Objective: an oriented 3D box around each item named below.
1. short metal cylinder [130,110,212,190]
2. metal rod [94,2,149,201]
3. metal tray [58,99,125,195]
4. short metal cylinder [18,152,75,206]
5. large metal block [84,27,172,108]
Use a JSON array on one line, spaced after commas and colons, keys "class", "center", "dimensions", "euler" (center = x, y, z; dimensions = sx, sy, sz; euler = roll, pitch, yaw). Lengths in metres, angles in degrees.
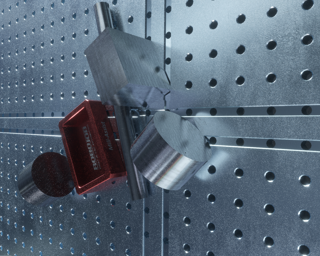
[{"class": "short metal cylinder", "center": [0.013, 0.025, 0.361], "dimensions": [0.050, 0.081, 0.080], "euler": [-52, 60, 27]}, {"class": "metal rod", "center": [-0.059, -0.045, 0.455], "dimensions": [0.025, 0.025, 0.299], "euler": [-20, 77, 38]}, {"class": "metal tray", "center": [-0.112, 0.031, 0.495], "dimensions": [0.090, 0.030, 0.130], "euler": [-31, 71, 35]}, {"class": "short metal cylinder", "center": [-0.191, 0.087, 0.528], "dimensions": [0.050, 0.081, 0.080], "euler": [-33, 70, 35]}, {"class": "large metal block", "center": [-0.041, -0.075, 0.405], "dimensions": [0.050, 0.081, 0.080], "euler": [-33, 70, 35]}]
